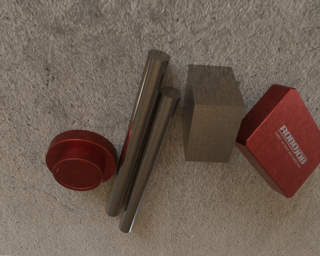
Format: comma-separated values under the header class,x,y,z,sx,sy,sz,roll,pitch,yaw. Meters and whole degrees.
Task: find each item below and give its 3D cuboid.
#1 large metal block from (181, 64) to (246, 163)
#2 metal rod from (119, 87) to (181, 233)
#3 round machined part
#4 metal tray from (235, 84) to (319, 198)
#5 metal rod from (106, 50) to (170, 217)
class,x,y,z,sx,sy,sz,roll,pitch,yaw
large metal block,0.056,-0.017,0.357,0.050,0.080,0.079,3,130,-3
metal rod,-0.024,0.068,0.464,0.025,0.025,0.298,11,129,-10
round machined part,-0.112,0.052,0.439,0.099,0.042,0.097,-1,130,0
metal tray,0.156,0.020,0.394,0.090,0.030,0.130,-48,122,-6
metal rod,-0.040,0.030,0.432,0.025,0.025,0.298,12,129,-10
